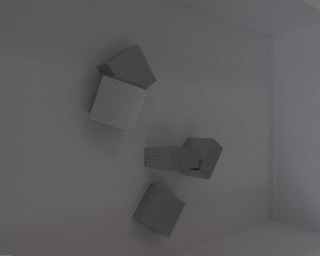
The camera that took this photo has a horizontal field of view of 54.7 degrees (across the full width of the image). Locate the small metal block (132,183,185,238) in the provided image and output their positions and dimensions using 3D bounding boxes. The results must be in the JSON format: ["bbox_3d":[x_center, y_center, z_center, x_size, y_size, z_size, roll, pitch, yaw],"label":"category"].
[{"bbox_3d":[-0.001,0.108,0.406,0.050,0.025,0.050,44,64,-31],"label":"small metal block"}]

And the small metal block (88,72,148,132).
[{"bbox_3d":[-0.047,-0.029,0.345,0.050,0.025,0.050,18,104,-17],"label":"small metal block"}]

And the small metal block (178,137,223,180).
[{"bbox_3d":[0.053,0.042,0.435,0.025,0.050,0.050,43,64,-32],"label":"small metal block"}]

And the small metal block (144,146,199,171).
[{"bbox_3d":[0.015,0.039,0.403,0.050,0.050,0.025,0,90,-40],"label":"small metal block"}]

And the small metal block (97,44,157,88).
[{"bbox_3d":[-0.039,-0.065,0.374,0.050,0.025,0.050,-42,116,-32],"label":"small metal block"}]
